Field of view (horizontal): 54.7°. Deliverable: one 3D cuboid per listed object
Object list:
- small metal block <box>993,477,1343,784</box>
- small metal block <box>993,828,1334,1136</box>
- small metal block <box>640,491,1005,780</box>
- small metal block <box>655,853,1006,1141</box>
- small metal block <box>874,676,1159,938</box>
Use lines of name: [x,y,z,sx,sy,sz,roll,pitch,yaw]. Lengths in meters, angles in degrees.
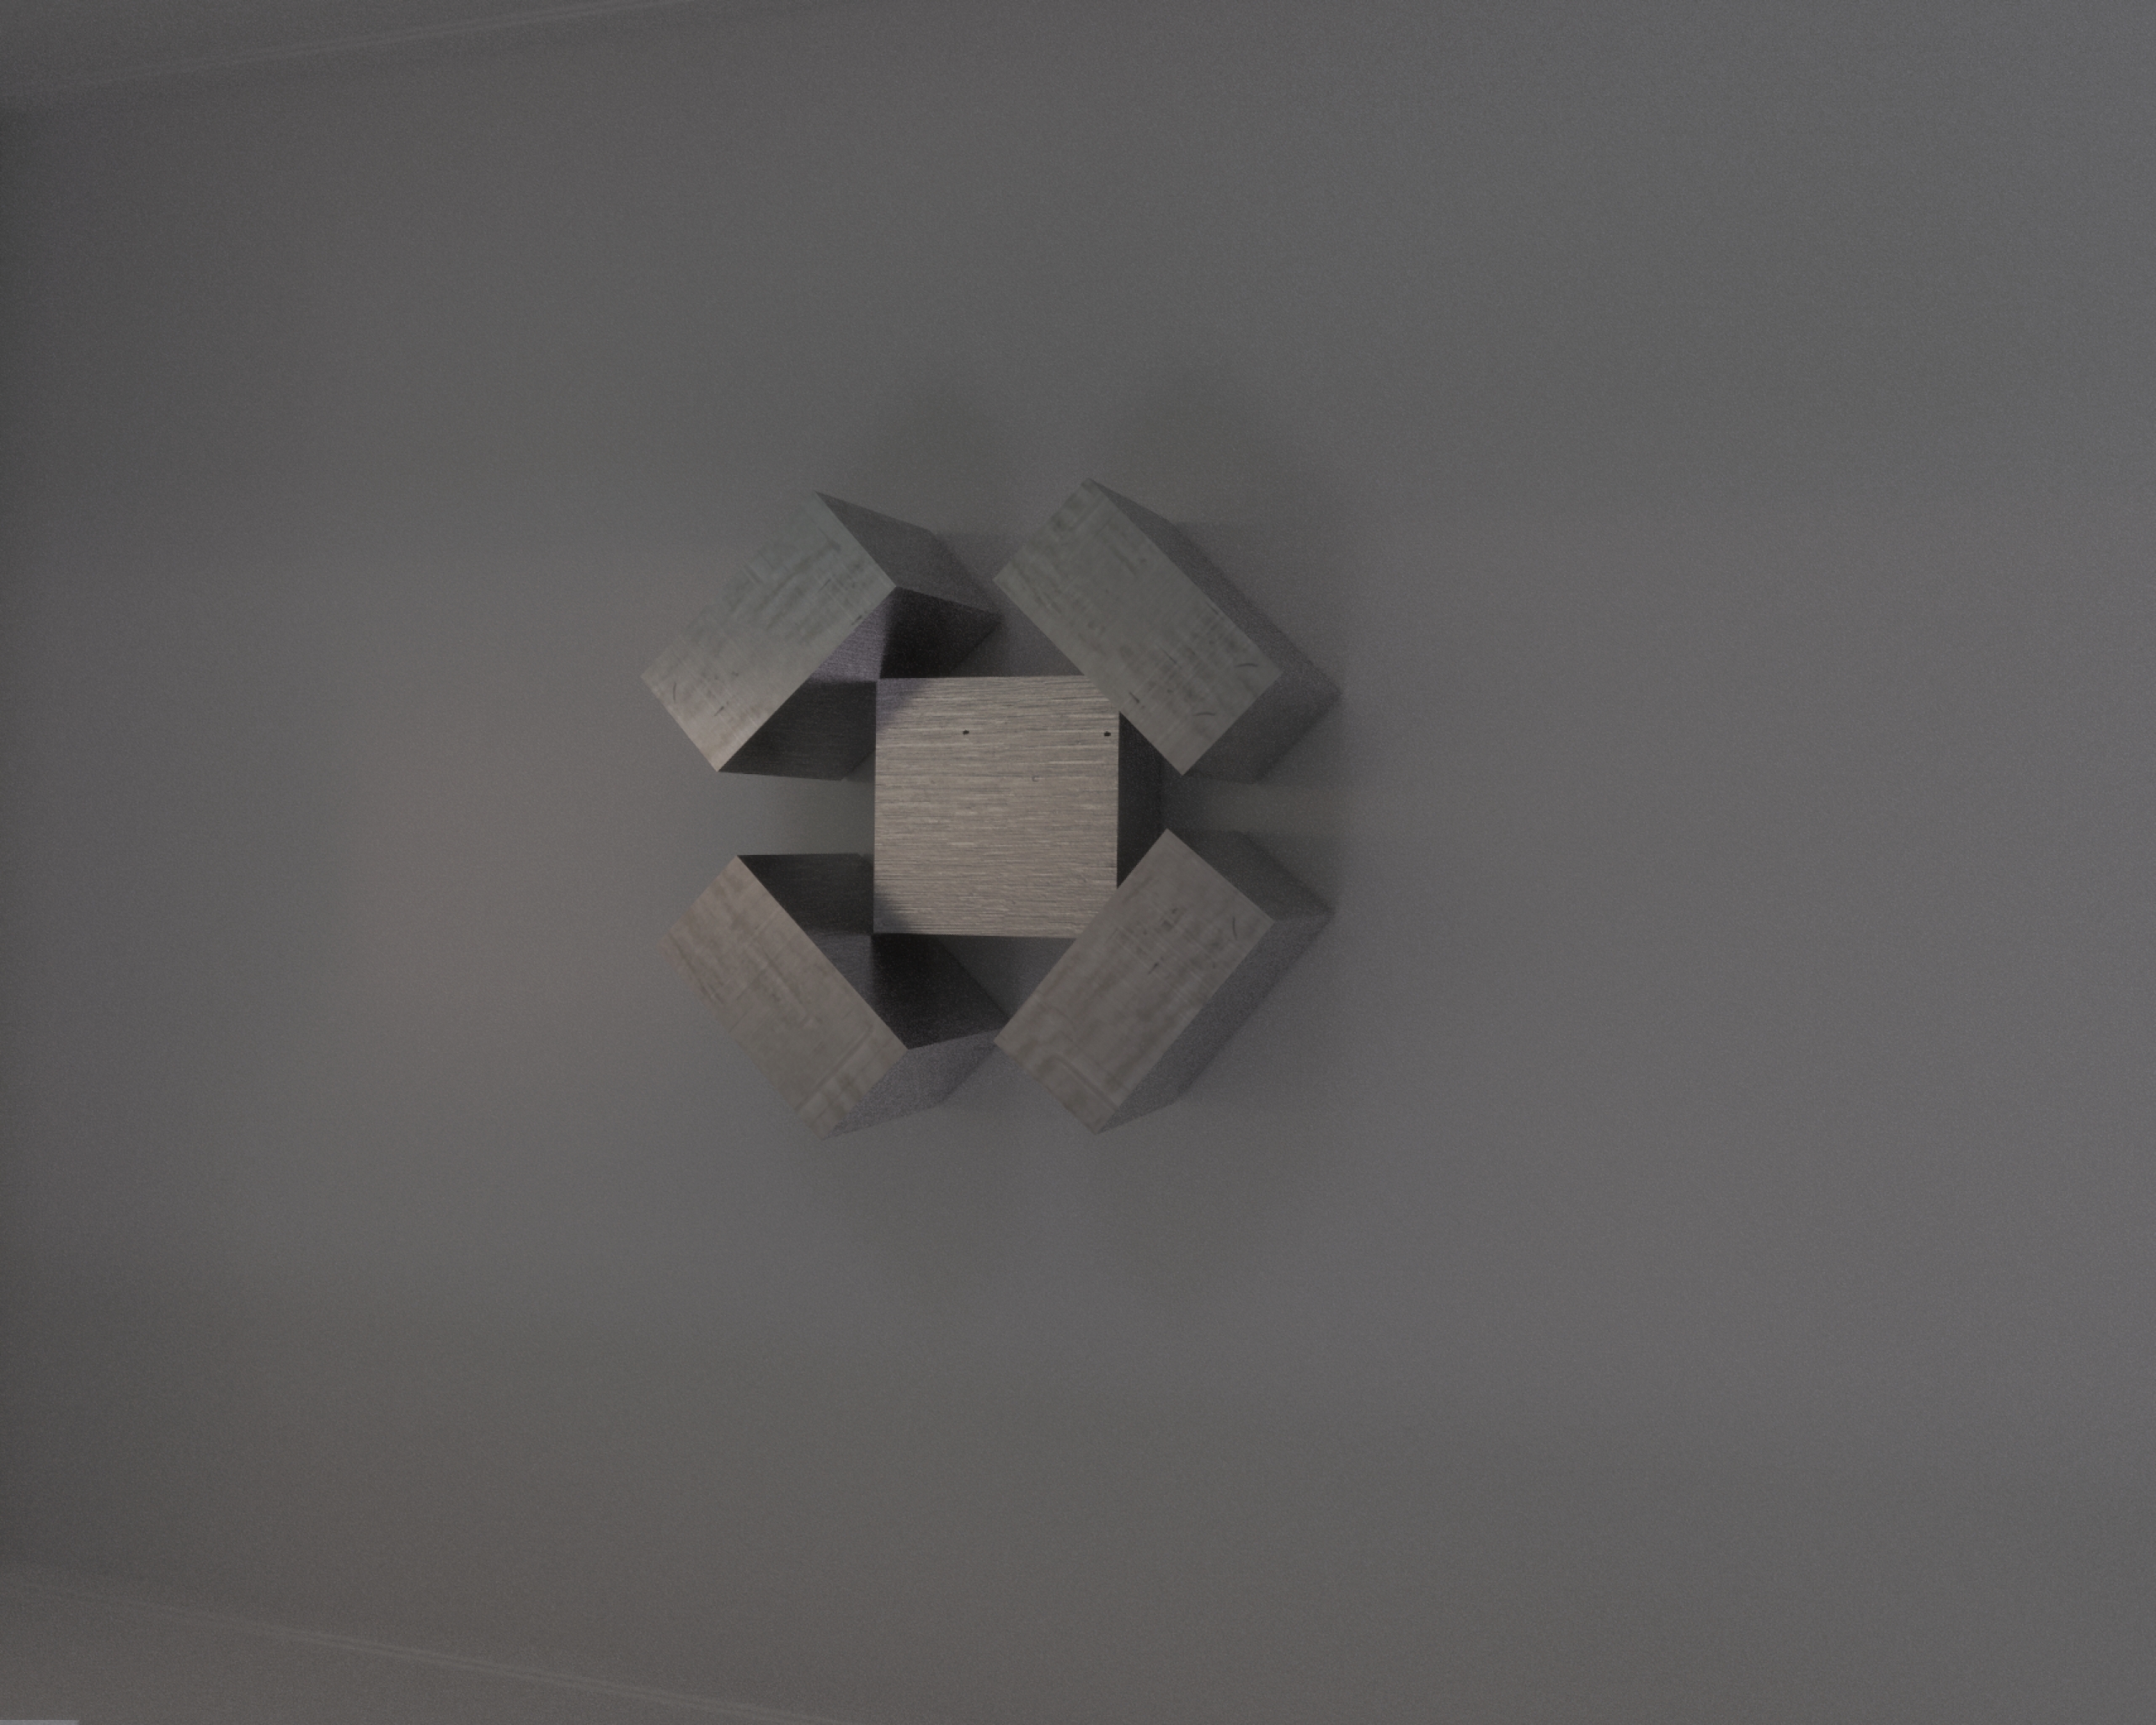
small metal block: [0.018,-0.042,0.388,0.025,0.050,0.050,-46,77,13]
small metal block: [0.017,0.021,0.388,0.025,0.050,0.050,42,102,14]
small metal block: [-0.049,-0.043,0.412,0.050,0.050,0.025,-44,76,15]
small metal block: [-0.047,0.025,0.412,0.050,0.050,0.025,47,105,14]
small metal block: [-0.012,-0.011,0.412,0.050,0.025,0.050,1,90,20]
